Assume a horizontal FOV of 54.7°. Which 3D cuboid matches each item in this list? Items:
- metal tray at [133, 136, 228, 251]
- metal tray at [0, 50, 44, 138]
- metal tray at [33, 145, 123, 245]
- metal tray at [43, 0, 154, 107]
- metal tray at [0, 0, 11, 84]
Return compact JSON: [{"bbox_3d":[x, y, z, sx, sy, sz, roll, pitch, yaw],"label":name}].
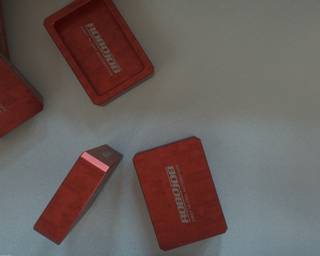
[{"bbox_3d":[0.026,0.084,0.409,0.090,0.030,0.129,-17,90,-1],"label":"metal tray"},{"bbox_3d":[-0.218,-0.051,0.369,0.090,0.030,0.130,-34,127,-2],"label":"metal tray"},{"bbox_3d":[-0.085,0.067,0.358,0.030,0.130,0.090,33,90,0],"label":"metal tray"},{"bbox_3d":[-0.078,-0.104,0.407,0.090,0.030,0.130,-32,90,-1],"label":"metal tray"},{"bbox_3d":[-0.242,-0.119,0.379,0.091,0.030,0.129,-1,112,-5],"label":"metal tray"}]
